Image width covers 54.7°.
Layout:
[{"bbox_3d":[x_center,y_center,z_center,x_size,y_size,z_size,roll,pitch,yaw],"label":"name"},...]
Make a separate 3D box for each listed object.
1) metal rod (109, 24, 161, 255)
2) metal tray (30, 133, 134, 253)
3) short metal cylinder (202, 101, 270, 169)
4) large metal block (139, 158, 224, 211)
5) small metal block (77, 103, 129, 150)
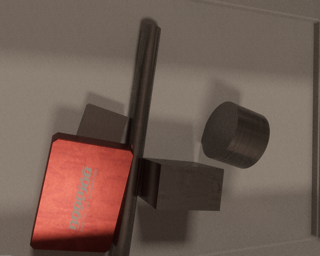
[{"bbox_3d":[-0.031,0.016,0.399,0.025,0.025,0.298,9,87,-20],"label":"metal rod"},{"bbox_3d":[-0.091,0.077,0.361,0.091,0.030,0.129,12,98,-20],"label":"metal tray"},{"bbox_3d":[0.101,0.010,0.420,0.050,0.080,0.080,20,83,-19],"label":"short metal cylinder"},{"bbox_3d":[0.022,0.069,0.391,0.081,0.080,0.050,7,88,-20],"label":"large metal block"},{"bbox_3d":[-0.073,0.002,0.384,0.050,0.025,0.050,20,83,-20],"label":"small metal block"}]
